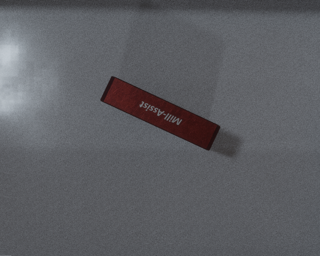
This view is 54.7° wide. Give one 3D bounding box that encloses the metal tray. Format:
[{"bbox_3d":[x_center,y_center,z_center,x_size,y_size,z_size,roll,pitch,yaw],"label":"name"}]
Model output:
[{"bbox_3d":[0.000,-0.016,0.375,0.131,0.090,0.030,25,90,-1],"label":"metal tray"}]
